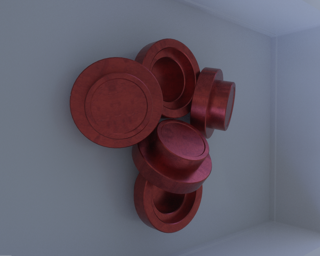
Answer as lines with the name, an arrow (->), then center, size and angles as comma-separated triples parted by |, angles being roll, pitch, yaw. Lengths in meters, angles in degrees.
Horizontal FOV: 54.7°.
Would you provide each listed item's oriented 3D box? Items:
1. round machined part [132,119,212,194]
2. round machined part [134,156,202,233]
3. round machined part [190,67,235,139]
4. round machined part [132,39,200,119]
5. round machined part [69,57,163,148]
round machined part -> 0.020, 0.027, 0.372 | 0.099, 0.098, 0.042 | -9, 140, -40
round machined part -> 0.006, 0.080, 0.398 | 0.099, 0.042, 0.097 | 0, 90, -40
round machined part -> 0.077, -0.033, 0.428 | 0.098, 0.042, 0.097 | 10, 91, -71
round machined part -> 0.004, -0.060, 0.395 | 0.099, 0.042, 0.097 | 0, 90, -40
round machined part -> -0.045, -0.025, 0.328 | 0.099, 0.042, 0.097 | -3, 102, -12
